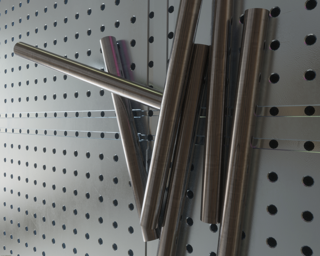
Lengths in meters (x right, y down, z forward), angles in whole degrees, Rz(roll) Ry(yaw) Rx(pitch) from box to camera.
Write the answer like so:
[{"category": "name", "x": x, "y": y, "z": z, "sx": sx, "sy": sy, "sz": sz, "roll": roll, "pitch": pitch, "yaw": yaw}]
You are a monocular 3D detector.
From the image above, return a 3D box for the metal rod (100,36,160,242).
[{"category": "metal rod", "x": -0.045, "y": 0.007, "z": 0.447, "sx": 0.025, "sy": 0.025, "sz": 0.299, "roll": -23, "pitch": 76, "yaw": 38}]

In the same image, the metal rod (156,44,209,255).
[{"category": "metal rod", "x": 0.026, "y": 0.048, "z": 0.388, "sx": 0.025, "sy": 0.025, "sz": 0.298, "roll": 15, "pitch": 100, "yaw": 39}]

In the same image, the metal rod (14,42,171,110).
[{"category": "metal rod", "x": -0.104, "y": -0.078, "z": 0.453, "sx": 0.300, "sy": 0.025, "sz": 0.025, "roll": 22, "pitch": 105, "yaw": 24}]

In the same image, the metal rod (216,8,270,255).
[{"category": "metal rod", "x": 0.087, "y": 0.026, "z": 0.337, "sx": 0.025, "sy": 0.025, "sz": 0.298, "roll": 9, "pitch": 96, "yaw": 40}]

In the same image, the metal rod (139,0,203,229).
[{"category": "metal rod", "x": 0.012, "y": -0.020, "z": 0.370, "sx": 0.025, "sy": 0.025, "sz": 0.298, "roll": 20, "pitch": 104, "yaw": 38}]

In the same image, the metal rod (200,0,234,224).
[{"category": "metal rod", "x": 0.066, "y": -0.042, "z": 0.355, "sx": 0.025, "sy": 0.025, "sz": 0.298, "roll": 5, "pitch": 93, "yaw": 40}]
